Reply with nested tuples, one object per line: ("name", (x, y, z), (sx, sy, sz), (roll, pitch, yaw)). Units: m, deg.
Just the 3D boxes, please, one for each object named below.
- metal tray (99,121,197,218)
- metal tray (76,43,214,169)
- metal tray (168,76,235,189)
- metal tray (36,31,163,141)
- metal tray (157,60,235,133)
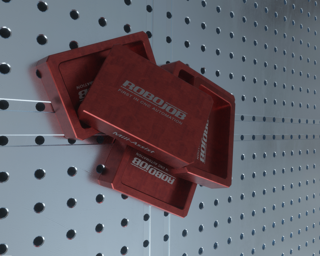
("metal tray", (-0.004, 0.054, 0.402), (0.130, 0.030, 0.090), (33, 70, -35))
("metal tray", (-0.012, -0.023, 0.342), (0.131, 0.030, 0.090), (28, 63, -13))
("metal tray", (0.060, 0.008, 0.414), (0.090, 0.030, 0.130), (25, 63, -37))
("metal tray", (-0.059, -0.051, 0.355), (0.131, 0.030, 0.090), (-28, 107, -36))
("metal tray", (0.050, -0.027, 0.445), (0.131, 0.030, 0.090), (24, 75, -36))
